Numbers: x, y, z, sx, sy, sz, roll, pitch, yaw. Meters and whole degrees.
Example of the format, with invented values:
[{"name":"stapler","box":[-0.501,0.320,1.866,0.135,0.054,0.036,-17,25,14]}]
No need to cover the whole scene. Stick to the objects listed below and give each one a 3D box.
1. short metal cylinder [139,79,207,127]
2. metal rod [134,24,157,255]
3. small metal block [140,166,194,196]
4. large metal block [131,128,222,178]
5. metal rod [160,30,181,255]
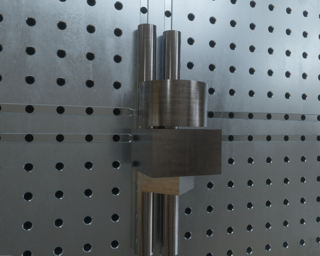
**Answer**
[{"name":"short metal cylinder","box":[0.016,-0.027,0.368,0.081,0.080,0.050,1,90,-20]},{"name":"metal rod","box":[-0.019,0.015,0.408,0.025,0.025,0.298,1,90,-20]},{"name":"small metal block","box":[0.010,0.063,0.380,0.050,0.050,0.025,1,90,-65]},{"name":"large metal block","box":[0.016,0.026,0.364,0.081,0.080,0.050,0,90,-20]},{"name":"metal rod","box":[0.014,0.020,0.420,0.025,0.025,0.298,1,90,-20]}]
